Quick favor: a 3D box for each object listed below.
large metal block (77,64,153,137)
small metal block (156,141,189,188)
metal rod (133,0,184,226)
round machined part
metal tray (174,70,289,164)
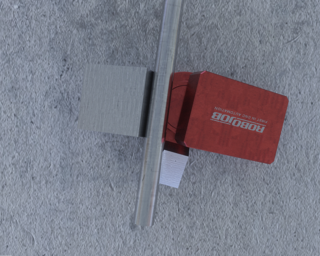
[{"bbox_3d":[-0.050,-0.033,0.387,0.080,0.050,0.080,7,90,18],"label":"large metal block"},{"bbox_3d":[0.007,0.045,0.401,0.050,0.025,0.050,16,116,0],"label":"small metal block"},{"bbox_3d":[0.001,-0.036,0.369,0.025,0.025,0.298,8,88,0],"label":"metal rod"},{"bbox_3d":[0.031,-0.025,0.403,0.099,0.042,0.097,0,90,0],"label":"round machined part"},{"bbox_3d":[0.091,-0.011,0.387,0.131,0.030,0.089,13,91,-21],"label":"metal tray"}]
